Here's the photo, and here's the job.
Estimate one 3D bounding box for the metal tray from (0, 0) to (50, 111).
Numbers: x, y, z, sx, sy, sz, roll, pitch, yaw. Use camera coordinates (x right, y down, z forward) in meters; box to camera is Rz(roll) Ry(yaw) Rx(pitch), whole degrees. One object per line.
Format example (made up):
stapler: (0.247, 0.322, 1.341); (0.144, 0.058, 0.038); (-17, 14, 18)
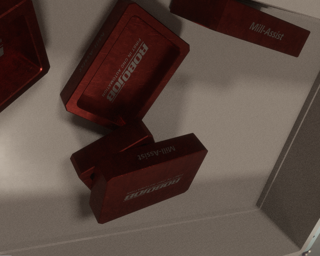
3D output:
metal tray: (-0.149, -0.039, 0.237); (0.130, 0.030, 0.090); (-51, 171, -26)

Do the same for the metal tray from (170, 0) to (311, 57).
metal tray: (0.088, -0.118, 0.343); (0.131, 0.090, 0.030); (6, 116, -31)

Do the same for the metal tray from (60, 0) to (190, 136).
metal tray: (-0.038, -0.062, 0.346); (0.090, 0.030, 0.129); (27, 104, -38)

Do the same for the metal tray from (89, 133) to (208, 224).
metal tray: (-0.014, 0.059, 0.370); (0.131, 0.030, 0.089); (-13, 141, -31)

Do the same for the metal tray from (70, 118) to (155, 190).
metal tray: (-0.044, 0.053, 0.390); (0.090, 0.030, 0.130); (-30, 147, -9)
